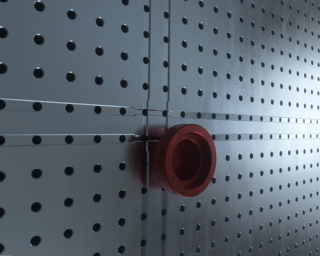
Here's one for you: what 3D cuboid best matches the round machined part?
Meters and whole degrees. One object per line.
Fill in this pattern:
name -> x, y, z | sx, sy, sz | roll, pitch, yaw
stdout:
round machined part -> 0.030, 0.043, 0.425 | 0.099, 0.042, 0.097 | 0, 90, -40
